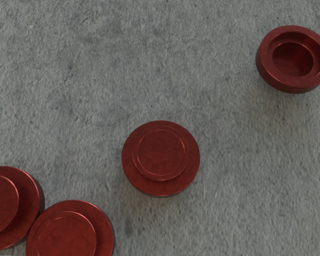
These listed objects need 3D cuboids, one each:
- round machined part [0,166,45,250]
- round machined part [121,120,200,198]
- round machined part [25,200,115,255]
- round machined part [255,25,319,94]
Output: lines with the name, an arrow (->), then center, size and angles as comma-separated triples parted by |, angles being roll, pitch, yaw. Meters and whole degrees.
round machined part -> -0.192, 0.092, 0.363 | 0.099, 0.042, 0.098 | 0, 70, 0
round machined part -> 0.001, 0.035, 0.386 | 0.099, 0.042, 0.098 | 0, 70, -1
round machined part -> -0.103, 0.131, 0.350 | 0.099, 0.042, 0.098 | 0, 70, -1
round machined part -> 0.183, -0.091, 0.435 | 0.099, 0.042, 0.098 | 0, 70, -1
